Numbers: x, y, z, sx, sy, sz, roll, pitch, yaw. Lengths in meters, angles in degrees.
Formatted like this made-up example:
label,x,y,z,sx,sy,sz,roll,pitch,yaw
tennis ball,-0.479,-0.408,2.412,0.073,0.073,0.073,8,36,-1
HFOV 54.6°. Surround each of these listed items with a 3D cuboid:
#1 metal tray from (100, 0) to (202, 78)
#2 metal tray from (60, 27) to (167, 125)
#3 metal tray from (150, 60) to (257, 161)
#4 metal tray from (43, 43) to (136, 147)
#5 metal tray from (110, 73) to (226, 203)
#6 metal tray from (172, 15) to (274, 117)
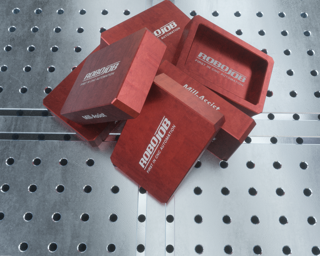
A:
label,x,y,z,sx,sy,sz,roll,pitch,yaw
metal tray,-0.006,-0.118,0.433,0.131,0.030,0.090,-38,77,-27
metal tray,-0.057,-0.052,0.350,0.030,0.130,0.090,34,67,-33
metal tray,0.045,-0.018,0.383,0.130,0.090,0.030,37,74,12
metal tray,-0.081,-0.050,0.427,0.090,0.030,0.130,37,74,11
metal tray,0.003,0.015,0.355,0.090,0.129,0.030,37,35,12
metal tray,0.084,-0.079,0.413,0.131,0.030,0.090,24,71,-15
